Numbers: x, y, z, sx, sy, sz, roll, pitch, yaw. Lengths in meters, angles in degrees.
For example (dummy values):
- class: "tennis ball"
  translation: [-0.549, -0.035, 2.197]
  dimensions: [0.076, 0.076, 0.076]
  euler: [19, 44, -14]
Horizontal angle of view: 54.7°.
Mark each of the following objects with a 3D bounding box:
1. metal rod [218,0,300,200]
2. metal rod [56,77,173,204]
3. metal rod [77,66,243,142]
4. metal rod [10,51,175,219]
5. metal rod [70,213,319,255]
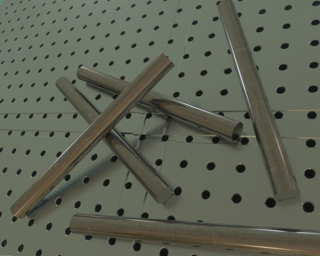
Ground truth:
- class: "metal rod"
  translation: [0.112, -0.059, 0.385]
  dimensions: [0.025, 0.025, 0.299]
  euler: [-18, 55, 18]
- class: "metal rod"
  translation: [-0.083, 0.000, 0.449]
  dimensions: [0.025, 0.025, 0.300]
  euler: [-46, 51, -4]
- class: "metal rod"
  translation: [-0.022, -0.045, 0.445]
  dimensions: [0.300, 0.025, 0.025]
  euler: [24, 75, 36]
- class: "metal rod"
  translation: [-0.095, 0.015, 0.417]
  dimensions: [0.300, 0.025, 0.025]
  euler: [-44, 51, 8]
- class: "metal rod"
  translation: [0.031, 0.110, 0.323]
  dimensions: [0.301, 0.025, 0.025]
  euler: [-4, 60, 25]
